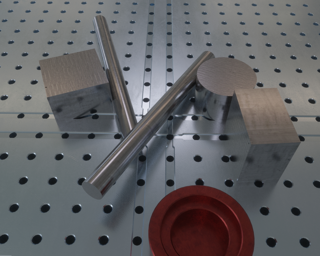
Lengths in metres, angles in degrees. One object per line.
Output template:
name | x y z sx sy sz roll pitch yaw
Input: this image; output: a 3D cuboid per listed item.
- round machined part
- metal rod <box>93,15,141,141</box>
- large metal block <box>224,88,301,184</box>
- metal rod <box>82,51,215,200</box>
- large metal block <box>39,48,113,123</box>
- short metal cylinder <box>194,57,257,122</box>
round machined part | 0.038 0.109 0.305 0.099 0.042 0.098 0 50 0
metal rod | -0.072 -0.086 0.479 0.025 0.025 0.300 -12 51 -10
large metal block | 0.113 0.010 0.364 0.050 0.080 0.080 -2 50 -2
metal rod | 0.005 -0.026 0.407 0.025 0.025 0.301 23 47 18
large metal block | -0.120 -0.062 0.443 0.081 0.050 0.080 -16 52 -14
short metal cylinder | 0.090 -0.055 0.439 0.081 0.050 0.080 0 50 0
